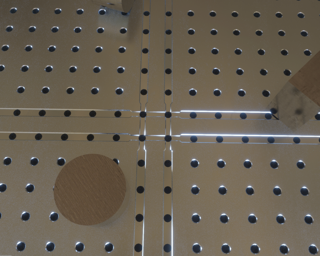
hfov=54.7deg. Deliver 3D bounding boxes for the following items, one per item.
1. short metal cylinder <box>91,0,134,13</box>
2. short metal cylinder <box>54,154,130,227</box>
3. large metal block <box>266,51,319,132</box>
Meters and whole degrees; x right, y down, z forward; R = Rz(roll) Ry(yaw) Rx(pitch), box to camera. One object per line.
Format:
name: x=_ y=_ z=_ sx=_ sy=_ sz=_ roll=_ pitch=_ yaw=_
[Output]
short metal cylinder: x=-0.067 y=-0.219 z=0.462 sx=0.050 sy=0.080 sz=0.080 roll=16 pitch=71 yaw=5
short metal cylinder: x=-0.078 y=0.076 z=0.370 sx=0.081 sy=0.050 sz=0.080 roll=0 pitch=70 yaw=0
large metal block: x=0.196 y=-0.050 z=0.403 sx=0.080 sy=0.080 sz=0.050 roll=-42 pitch=76 yaw=-14
